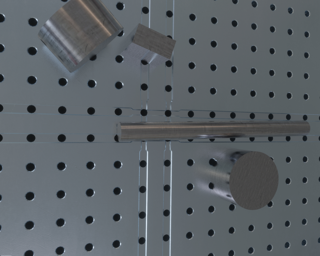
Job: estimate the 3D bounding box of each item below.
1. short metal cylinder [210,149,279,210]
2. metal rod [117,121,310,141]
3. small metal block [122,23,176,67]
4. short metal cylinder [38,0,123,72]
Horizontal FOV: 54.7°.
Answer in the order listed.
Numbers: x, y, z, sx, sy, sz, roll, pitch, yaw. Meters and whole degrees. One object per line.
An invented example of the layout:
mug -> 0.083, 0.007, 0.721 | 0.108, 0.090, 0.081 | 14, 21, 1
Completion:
short metal cylinder -> 0.120, 0.071, 0.444 | 0.081, 0.050, 0.079 | 0, 90, -20
metal rod -> 0.090, 0.002, 0.446 | 0.303, 0.025, 0.025 | -1, 91, -20
small metal block -> -0.015, -0.104, 0.394 | 0.050, 0.050, 0.025 | 20, 84, -19
short metal cylinder -> -0.088, -0.108, 0.351 | 0.080, 0.080, 0.050 | -44, 104, -15
